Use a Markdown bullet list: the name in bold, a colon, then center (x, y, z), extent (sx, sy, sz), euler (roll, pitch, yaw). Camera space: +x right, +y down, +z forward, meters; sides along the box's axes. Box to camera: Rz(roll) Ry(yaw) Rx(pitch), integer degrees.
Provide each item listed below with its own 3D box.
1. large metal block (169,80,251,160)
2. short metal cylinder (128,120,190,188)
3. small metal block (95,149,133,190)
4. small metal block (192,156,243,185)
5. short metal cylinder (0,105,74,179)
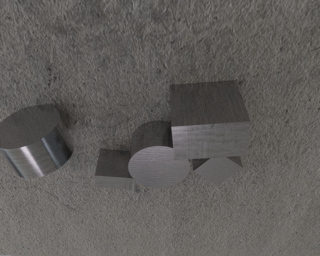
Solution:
- **large metal block**: center (0.054, -0.011, 0.362), extent (0.080, 0.080, 0.050), euler (-4, 130, 3)
- **short metal cylinder**: center (-0.001, 0.036, 0.422), extent (0.081, 0.050, 0.079), euler (0, 130, 0)
- **small metal block**: center (-0.063, 0.058, 0.439), extent (0.050, 0.050, 0.025), euler (5, 131, -4)
- **small metal block**: center (0.083, 0.051, 0.452), extent (0.050, 0.025, 0.050), euler (32, 123, -25)
- **short metal cylinder**: center (-0.154, 0.015, 0.383), extent (0.080, 0.080, 0.050), euler (-7, 130, 6)
